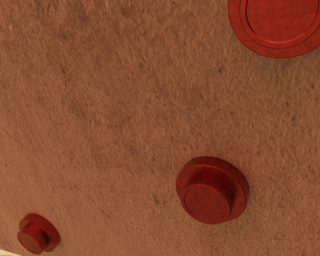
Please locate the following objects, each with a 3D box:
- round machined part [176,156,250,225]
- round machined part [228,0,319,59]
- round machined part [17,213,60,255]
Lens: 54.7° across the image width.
[{"bbox_3d":[0.066,0.090,0.416,0.098,0.042,0.097,13,124,20],"label":"round machined part"},{"bbox_3d":[0.108,-0.108,0.272,0.098,0.042,0.097,13,124,20],"label":"round machined part"},{"bbox_3d":[-0.275,0.241,0.686,0.098,0.042,0.097,13,124,20],"label":"round machined part"}]
